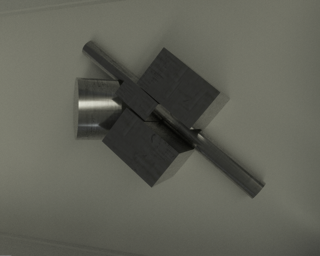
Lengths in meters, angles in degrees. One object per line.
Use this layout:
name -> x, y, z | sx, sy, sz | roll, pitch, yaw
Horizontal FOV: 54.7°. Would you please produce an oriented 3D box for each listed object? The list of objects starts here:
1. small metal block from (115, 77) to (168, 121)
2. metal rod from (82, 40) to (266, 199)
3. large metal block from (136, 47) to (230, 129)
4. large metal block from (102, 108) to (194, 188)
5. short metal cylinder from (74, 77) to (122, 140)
small metal block -> -0.019, -0.034, 0.377 | 0.050, 0.050, 0.025 | 42, 103, 14
metal rod -> 0.008, -0.020, 0.406 | 0.300, 0.025, 0.025 | 41, 103, 15
large metal block -> 0.031, -0.043, 0.369 | 0.080, 0.080, 0.050 | 42, 103, 15
large metal block -> -0.010, 0.021, 0.383 | 0.080, 0.080, 0.050 | 41, 103, 15
short metal cylinder -> -0.083, -0.024, 0.402 | 0.050, 0.080, 0.079 | 1, 90, -20
